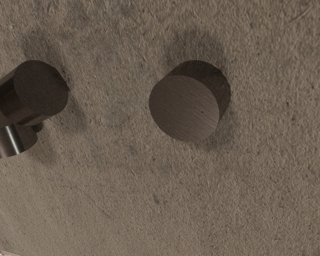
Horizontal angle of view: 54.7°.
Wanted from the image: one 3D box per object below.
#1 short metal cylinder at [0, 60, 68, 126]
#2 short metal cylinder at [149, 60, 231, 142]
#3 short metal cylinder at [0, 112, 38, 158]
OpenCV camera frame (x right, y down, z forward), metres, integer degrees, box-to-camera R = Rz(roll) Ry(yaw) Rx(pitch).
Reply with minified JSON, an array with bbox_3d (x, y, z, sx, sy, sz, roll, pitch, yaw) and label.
[{"bbox_3d":[-0.178,-0.048,0.433,0.050,0.080,0.080,-20,108,35],"label":"short metal cylinder"},{"bbox_3d":[0.035,-0.031,0.352,0.080,0.050,0.079,13,124,20],"label":"short metal cylinder"},{"bbox_3d":[-0.248,0.006,0.503,0.080,0.080,0.050,5,121,25],"label":"short metal cylinder"}]
